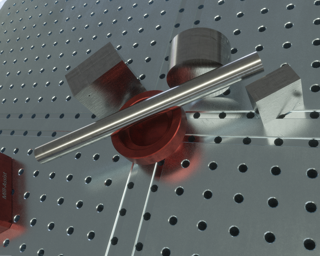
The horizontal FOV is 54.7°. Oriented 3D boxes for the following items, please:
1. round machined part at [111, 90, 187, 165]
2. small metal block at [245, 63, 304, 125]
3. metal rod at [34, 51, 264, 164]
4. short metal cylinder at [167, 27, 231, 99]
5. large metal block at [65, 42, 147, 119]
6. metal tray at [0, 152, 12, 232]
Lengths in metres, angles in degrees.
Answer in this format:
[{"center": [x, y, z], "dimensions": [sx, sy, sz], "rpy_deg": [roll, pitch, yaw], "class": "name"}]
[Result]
[{"center": [-0.011, 0.003, 0.401], "dimensions": [0.098, 0.042, 0.098], "rpy_deg": [-13, 56, 21], "class": "round machined part"}, {"center": [0.129, -0.036, 0.347], "dimensions": [0.050, 0.050, 0.025], "rpy_deg": [-29, 52, 10], "class": "small metal block"}, {"center": [-0.025, -0.018, 0.378], "dimensions": [0.301, 0.025, 0.025], "rpy_deg": [-22, 54, 14], "class": "metal rod"}, {"center": [0.050, -0.080, 0.396], "dimensions": [0.080, 0.080, 0.050], "rpy_deg": [-9, 58, 24], "class": "short metal cylinder"}, {"center": [-0.075, -0.062, 0.451], "dimensions": [0.080, 0.080, 0.050], "rpy_deg": [-36, 51, 4], "class": "large metal block"}, {"center": [-0.278, 0.109, 0.484], "dimensions": [0.090, 0.030, 0.130], "rpy_deg": [-29, 52, 9], "class": "metal tray"}]
